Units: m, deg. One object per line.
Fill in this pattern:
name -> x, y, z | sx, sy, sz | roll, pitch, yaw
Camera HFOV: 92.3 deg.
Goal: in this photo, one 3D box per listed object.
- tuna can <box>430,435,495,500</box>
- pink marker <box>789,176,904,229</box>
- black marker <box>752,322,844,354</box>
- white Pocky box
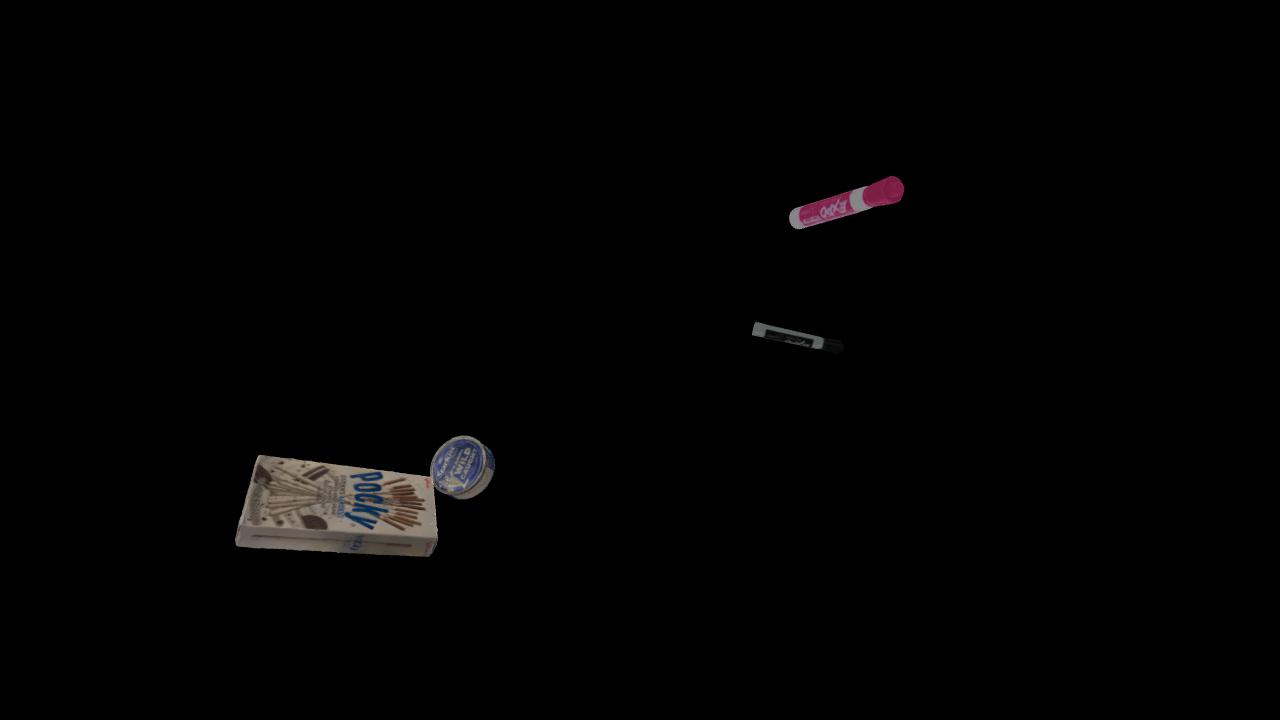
tuna can -> -0.245, 0.149, 0.853 | 0.084, 0.084, 0.034 | 0, -27, 16
pink marker -> 0.158, -0.121, 0.479 | 0.020, 0.020, 0.121 | 0, 2, -19
black marker -> 0.211, -0.029, 0.820 | 0.121, 0.020, 0.020 | 13, 1, 4
white Pocky box -> -0.261, 0.131, 0.545 | 0.154, 0.028, 0.084 | 14, 27, -30
